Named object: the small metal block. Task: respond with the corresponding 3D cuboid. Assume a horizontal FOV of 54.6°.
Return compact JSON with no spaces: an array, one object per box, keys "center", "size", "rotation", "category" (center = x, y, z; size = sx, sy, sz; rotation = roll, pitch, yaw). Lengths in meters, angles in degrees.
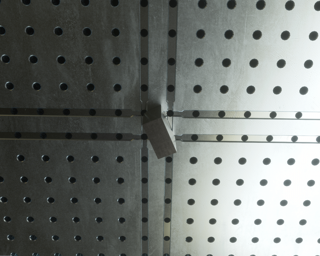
[{"center":[0.000,0.004,0.401],"size":[0.025,0.050,0.050],"rotation":[-21,109,7],"category":"small metal block"}]
